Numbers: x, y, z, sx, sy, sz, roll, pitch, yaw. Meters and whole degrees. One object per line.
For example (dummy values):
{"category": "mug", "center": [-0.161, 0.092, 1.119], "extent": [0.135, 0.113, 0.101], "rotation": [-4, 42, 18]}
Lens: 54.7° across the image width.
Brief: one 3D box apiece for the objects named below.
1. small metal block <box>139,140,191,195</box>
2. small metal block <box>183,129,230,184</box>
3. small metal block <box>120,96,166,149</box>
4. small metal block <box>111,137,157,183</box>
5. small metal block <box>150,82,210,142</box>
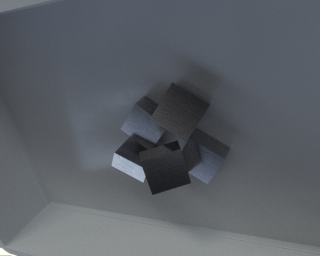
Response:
{"category": "small metal block", "center": [0.006, 0.049, 0.386], "extent": [0.050, 0.025, 0.050], "rotation": [-18, 113, 0]}
{"category": "small metal block", "center": [0.054, 0.037, 0.399], "extent": [0.050, 0.025, 0.050], "rotation": [31, 128, 8]}
{"category": "small metal block", "center": [-0.017, -0.006, 0.409], "extent": [0.050, 0.025, 0.050], "rotation": [37, 129, 2]}
{"category": "small metal block", "center": [-0.031, 0.041, 0.429], "extent": [0.050, 0.050, 0.025], "rotation": [26, 127, 11]}
{"category": "small metal block", "center": [0.024, -0.019, 0.367], "extent": [0.050, 0.025, 0.050], "rotation": [32, 95, 6]}
